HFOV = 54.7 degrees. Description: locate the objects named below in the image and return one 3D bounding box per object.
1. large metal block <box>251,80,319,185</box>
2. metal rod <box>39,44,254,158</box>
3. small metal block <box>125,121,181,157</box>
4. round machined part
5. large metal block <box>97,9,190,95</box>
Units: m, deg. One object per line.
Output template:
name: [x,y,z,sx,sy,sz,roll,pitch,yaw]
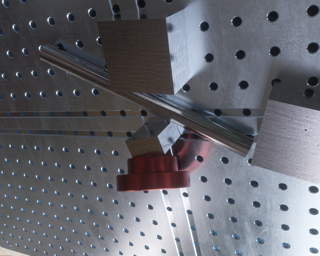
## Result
large metal block: [0.147,0.005,0.320,0.080,0.050,0.079,16,125,19]
metal rod: [-0.026,-0.040,0.399,0.301,0.025,0.025,26,128,11]
small metal block: [-0.008,0.014,0.407,0.050,0.050,0.025,-10,111,32]
round machined part: [-0.009,0.061,0.419,0.098,0.099,0.042,-10,79,32]
large metal block: [-0.015,-0.086,0.350,0.080,0.050,0.079,6,121,25]
